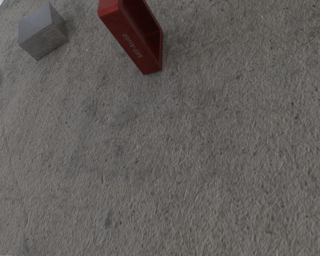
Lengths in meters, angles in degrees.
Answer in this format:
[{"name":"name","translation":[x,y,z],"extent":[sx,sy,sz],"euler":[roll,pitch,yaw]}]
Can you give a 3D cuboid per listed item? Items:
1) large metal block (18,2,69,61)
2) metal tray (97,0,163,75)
[{"name":"large metal block","translation":[-0.240,-0.197,0.635],"extent":[0.080,0.050,0.080],"euler":[-29,52,10]},{"name":"metal tray","translation":[-0.036,-0.151,0.448],"extent":[0.030,0.130,0.090],"euler":[-12,57,22]}]
